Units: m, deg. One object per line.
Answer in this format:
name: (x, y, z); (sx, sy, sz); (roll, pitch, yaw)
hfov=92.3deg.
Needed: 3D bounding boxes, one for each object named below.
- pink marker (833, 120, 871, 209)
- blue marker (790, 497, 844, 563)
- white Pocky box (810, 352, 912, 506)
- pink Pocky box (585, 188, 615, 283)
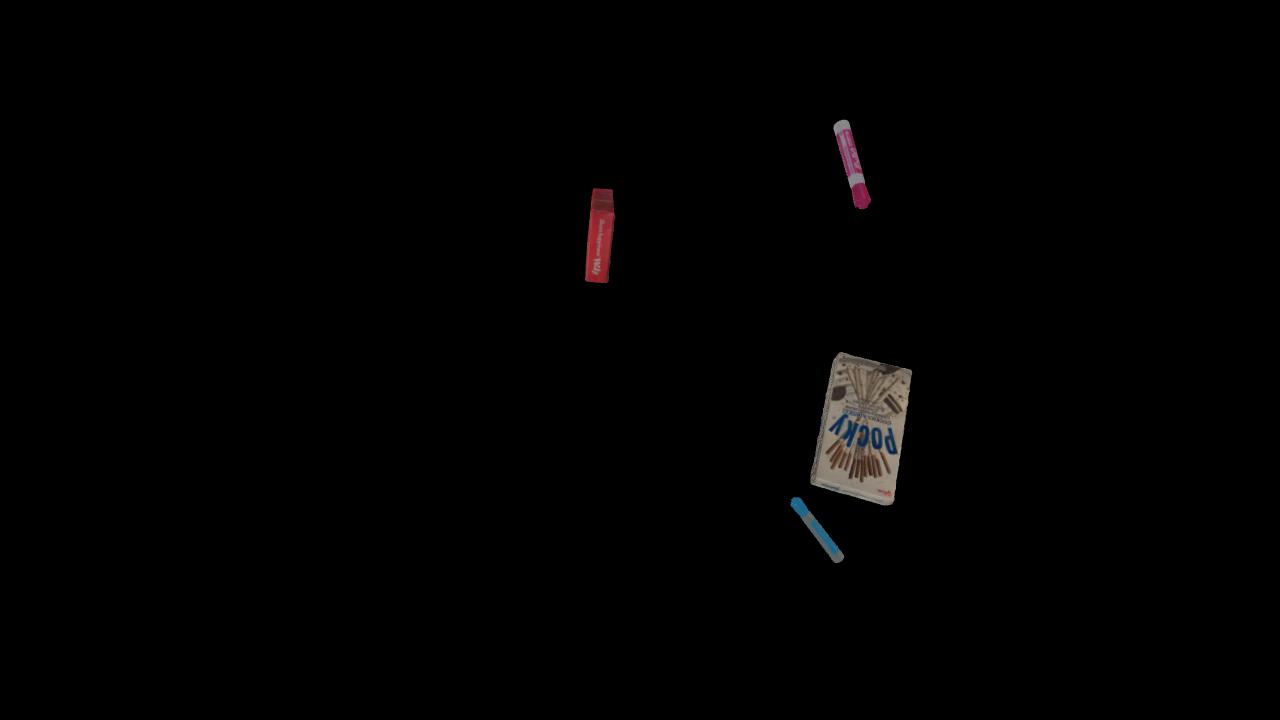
pink marker: (0.250, -0.230, 0.725); (0.020, 0.121, 0.020); (-5, -22, -2)
blue marker: (0.263, 0.252, 0.915); (0.020, 0.121, 0.020); (-37, 9, 7)
white Pocky box: (0.240, 0.071, 0.667); (0.084, 0.154, 0.028); (15, -24, 9)
pink Pocky box: (-0.050, -0.158, 0.761); (0.029, 0.084, 0.155); (5, 25, -6)
